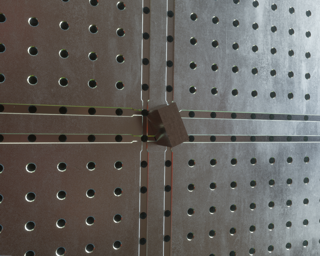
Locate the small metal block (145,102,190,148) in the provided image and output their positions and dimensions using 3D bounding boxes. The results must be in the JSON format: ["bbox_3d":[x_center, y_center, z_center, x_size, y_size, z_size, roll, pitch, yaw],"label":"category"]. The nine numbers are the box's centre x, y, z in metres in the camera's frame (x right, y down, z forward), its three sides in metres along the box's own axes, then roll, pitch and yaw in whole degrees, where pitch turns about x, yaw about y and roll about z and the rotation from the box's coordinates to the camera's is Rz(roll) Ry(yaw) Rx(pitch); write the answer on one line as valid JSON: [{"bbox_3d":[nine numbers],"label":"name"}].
[{"bbox_3d":[0.008,-0.004,0.402,0.025,0.050,0.050,-24,99,-18],"label":"small metal block"}]
